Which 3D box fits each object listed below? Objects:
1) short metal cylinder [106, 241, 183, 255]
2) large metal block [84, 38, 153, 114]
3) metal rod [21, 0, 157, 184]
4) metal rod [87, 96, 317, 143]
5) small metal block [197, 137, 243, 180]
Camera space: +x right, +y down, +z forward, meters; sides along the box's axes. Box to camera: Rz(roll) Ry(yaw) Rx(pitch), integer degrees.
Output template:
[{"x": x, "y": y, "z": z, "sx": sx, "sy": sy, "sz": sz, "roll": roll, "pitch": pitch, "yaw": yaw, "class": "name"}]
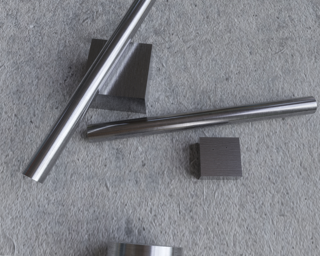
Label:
[{"x": -0.017, "y": 0.149, "z": 0.325, "sx": 0.081, "sy": 0.080, "sz": 0.050, "roll": 4, "pitch": 70, "yaw": 1, "class": "short metal cylinder"}, {"x": -0.054, "y": -0.069, "z": 0.420, "sx": 0.080, "sy": 0.050, "sz": 0.080, "roll": 6, "pitch": 70, "yaw": 2, "class": "large metal block"}, {"x": -0.072, "y": -0.072, "z": 0.380, "sx": 0.025, "sy": 0.025, "sz": 0.300, "roll": 25, "pitch": 72, "yaw": 8, "class": "metal rod"}, {"x": 0.057, "y": -0.012, "z": 0.413, "sx": 0.302, "sy": 0.025, "sz": 0.025, "roll": -7, "pitch": 70, "yaw": -3, "class": "metal rod"}, {"x": 0.075, "y": 0.039, "z": 0.395, "sx": 0.050, "sy": 0.025, "sz": 0.050, "roll": 1, "pitch": 70, "yaw": 0, "class": "small metal block"}]
